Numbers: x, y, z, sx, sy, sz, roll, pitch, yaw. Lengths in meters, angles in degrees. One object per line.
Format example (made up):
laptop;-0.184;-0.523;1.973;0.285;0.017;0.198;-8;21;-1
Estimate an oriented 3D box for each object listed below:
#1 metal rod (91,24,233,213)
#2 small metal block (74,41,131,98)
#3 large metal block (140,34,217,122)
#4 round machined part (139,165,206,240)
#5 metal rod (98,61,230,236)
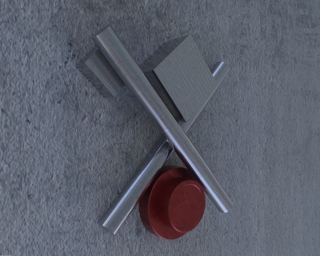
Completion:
metal rod;0.017;0.007;0.390;0.025;0.025;0.300;-51;120;-28
small metal block;-0.060;-0.070;0.358;0.050;0.025;0.050;51;60;-28
large metal block;0.020;-0.064;0.410;0.080;0.050;0.080;-49;120;-29
round machined part;0.024;0.101;0.417;0.099;0.042;0.097;0;90;-40
metal rod;0.019;0.011;0.426;0.025;0.025;0.301;53;59;-28
